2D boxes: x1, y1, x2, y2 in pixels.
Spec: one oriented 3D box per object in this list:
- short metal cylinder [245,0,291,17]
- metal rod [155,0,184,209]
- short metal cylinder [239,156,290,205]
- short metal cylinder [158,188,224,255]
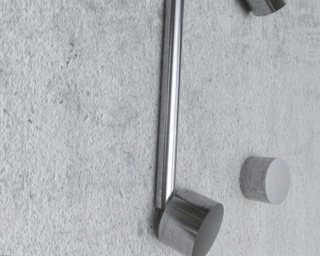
[{"bbox_3d":[0.181,-0.235,0.520,0.050,0.080,0.080,43,64,-32],"label":"short metal cylinder"},{"bbox_3d":[0.014,-0.045,0.416,0.025,0.025,0.298,5,87,-40],"label":"metal rod"},{"bbox_3d":[0.184,0.090,0.543,0.081,0.050,0.079,0,90,-40],"label":"short metal cylinder"},{"bbox_3d":[0.042,0.126,0.406,0.081,0.050,0.079,-33,132,-44],"label":"short metal cylinder"}]
